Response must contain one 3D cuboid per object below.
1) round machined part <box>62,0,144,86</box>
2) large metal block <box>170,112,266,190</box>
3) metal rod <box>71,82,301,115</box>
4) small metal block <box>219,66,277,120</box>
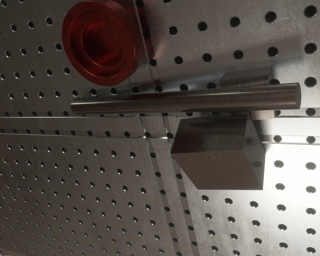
[{"bbox_3d":[-0.063,-0.103,0.368,0.098,0.042,0.097,13,124,20],"label":"round machined part"},{"bbox_3d":[0.070,0.030,0.358,0.080,0.050,0.080,-6,138,31],"label":"large metal block"},{"bbox_3d":[0.003,-0.030,0.368,0.300,0.025,0.025,1,119,35],"label":"metal rod"},{"bbox_3d":[0.097,-0.036,0.337,0.050,0.025,0.050,-4,117,29],"label":"small metal block"}]
